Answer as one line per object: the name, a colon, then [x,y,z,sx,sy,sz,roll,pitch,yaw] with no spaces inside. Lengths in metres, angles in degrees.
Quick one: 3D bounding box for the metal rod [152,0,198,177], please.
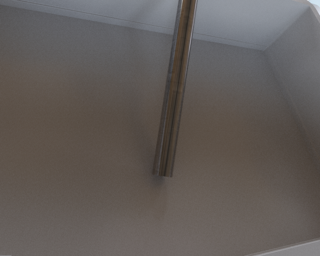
metal rod: [0.025,-0.089,0.394,0.025,0.025,0.299,12,82,-22]
